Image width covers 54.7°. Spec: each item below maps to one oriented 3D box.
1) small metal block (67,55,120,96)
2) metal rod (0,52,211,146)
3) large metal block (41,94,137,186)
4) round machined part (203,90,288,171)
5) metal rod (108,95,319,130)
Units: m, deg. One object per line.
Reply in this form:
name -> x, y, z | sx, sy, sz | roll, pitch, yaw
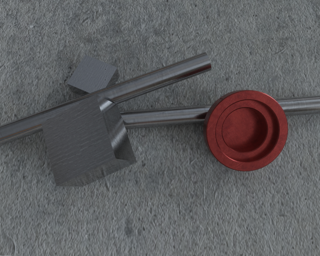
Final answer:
small metal block -> -0.092, -0.067, 0.432 | 0.050, 0.025, 0.050 | 23, 71, 8
metal rod -> -0.080, -0.035, 0.397 | 0.302, 0.025, 0.025 | -20, 71, -1
large metal block -> -0.085, 0.018, 0.373 | 0.080, 0.050, 0.080 | -26, 71, 15
round machined part -> 0.102, 0.001, 0.386 | 0.099, 0.042, 0.097 | 0, 98, -3
metal rod -> 0.084, -0.021, 0.416 | 0.302, 0.025, 0.025 | -5, 70, -2
